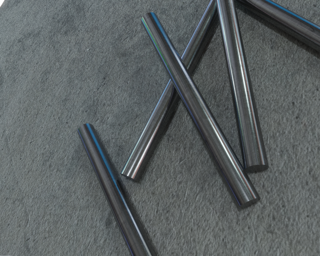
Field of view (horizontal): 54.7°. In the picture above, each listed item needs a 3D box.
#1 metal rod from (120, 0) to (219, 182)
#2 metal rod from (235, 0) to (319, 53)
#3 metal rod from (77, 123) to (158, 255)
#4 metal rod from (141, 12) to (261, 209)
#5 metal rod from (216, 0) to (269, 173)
[{"bbox_3d":[0.026,-0.066,0.430,0.025,0.025,0.300,15,69,34],"label":"metal rod"},{"bbox_3d":[0.149,-0.161,0.424,0.025,0.025,0.300,-38,51,2],"label":"metal rod"},{"bbox_3d":[-0.043,0.098,0.366,0.025,0.025,0.300,-38,51,3],"label":"metal rod"},{"bbox_3d":[0.037,-0.043,0.385,0.025,0.025,0.299,-29,60,9],"label":"metal rod"},{"bbox_3d":[0.096,-0.090,0.393,0.025,0.025,0.299,-14,61,21],"label":"metal rod"}]
